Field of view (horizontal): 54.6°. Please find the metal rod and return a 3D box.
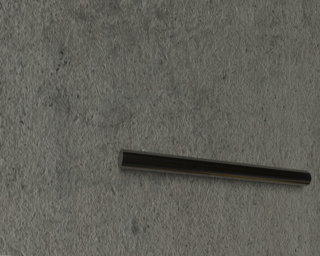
[{"bbox_3d":[0.091,0.059,0.442,0.302,0.025,0.025,8,87,-20],"label":"metal rod"}]
